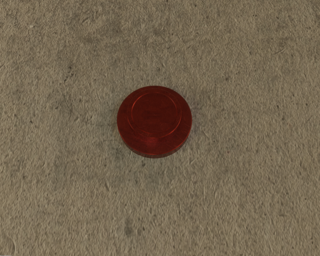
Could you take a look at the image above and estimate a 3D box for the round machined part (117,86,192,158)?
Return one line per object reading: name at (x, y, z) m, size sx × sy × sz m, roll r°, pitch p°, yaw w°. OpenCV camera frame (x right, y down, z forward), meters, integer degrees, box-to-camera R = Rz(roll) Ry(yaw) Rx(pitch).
round machined part at (-0.007, -0.012, 0.404) m, size 0.099 × 0.042 × 0.098 m, roll 0°, pitch 70°, yaw -1°
